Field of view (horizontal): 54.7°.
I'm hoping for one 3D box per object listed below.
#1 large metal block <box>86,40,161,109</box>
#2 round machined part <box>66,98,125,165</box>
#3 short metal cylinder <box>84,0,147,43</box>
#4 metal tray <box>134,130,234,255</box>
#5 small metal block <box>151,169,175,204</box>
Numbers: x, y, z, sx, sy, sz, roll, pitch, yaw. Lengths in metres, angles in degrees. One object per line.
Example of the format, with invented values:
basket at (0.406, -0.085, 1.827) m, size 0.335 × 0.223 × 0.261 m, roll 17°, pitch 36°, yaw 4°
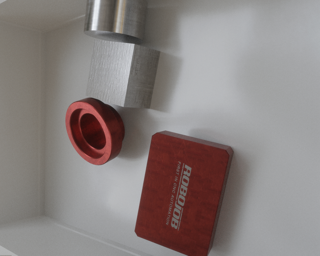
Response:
large metal block at (-0.053, -0.075, 0.432) m, size 0.080 × 0.050 × 0.079 m, roll 18°, pitch 101°, yaw 38°
round machined part at (-0.091, 0.002, 0.456) m, size 0.098 × 0.042 × 0.097 m, roll 17°, pitch 120°, yaw 33°
short metal cylinder at (-0.059, -0.147, 0.418) m, size 0.080 × 0.081 × 0.050 m, roll 12°, pitch 98°, yaw 39°
metal tray at (0.026, 0.076, 0.363) m, size 0.090 × 0.030 × 0.129 m, roll 14°, pitch 99°, yaw 20°
small metal block at (0.008, 0.075, 0.398) m, size 0.050 × 0.025 × 0.050 m, roll 22°, pitch 104°, yaw 37°
